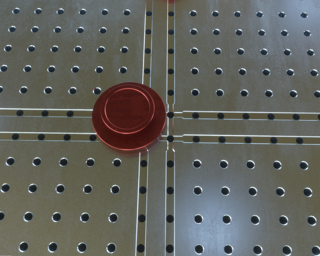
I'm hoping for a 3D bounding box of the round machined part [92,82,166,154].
[{"bbox_3d":[-0.041,-0.018,0.409,0.099,0.042,0.098,0,70,0],"label":"round machined part"}]
